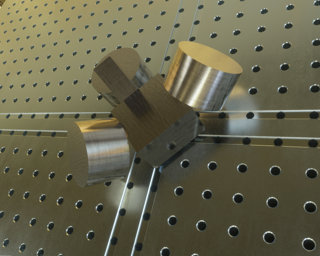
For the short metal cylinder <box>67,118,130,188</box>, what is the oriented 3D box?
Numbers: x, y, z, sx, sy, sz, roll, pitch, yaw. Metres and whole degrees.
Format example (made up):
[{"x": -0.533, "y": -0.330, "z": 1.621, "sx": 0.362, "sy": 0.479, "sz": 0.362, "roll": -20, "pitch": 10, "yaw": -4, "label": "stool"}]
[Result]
[{"x": -0.078, "y": 0.029, "z": 0.384, "sx": 0.080, "sy": 0.050, "sz": 0.079, "roll": 18, "pitch": 112, "yaw": 55, "label": "short metal cylinder"}]

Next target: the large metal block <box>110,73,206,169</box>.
[{"x": -0.003, "y": -0.010, "z": 0.392, "sx": 0.080, "sy": 0.050, "sz": 0.080, "roll": -39, "pitch": 51, "yaw": 2, "label": "large metal block"}]

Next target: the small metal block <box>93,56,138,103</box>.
[{"x": -0.053, "y": -0.061, "z": 0.389, "sx": 0.025, "sy": 0.050, "sz": 0.050, "roll": -39, "pitch": 7, "yaw": 4, "label": "small metal block"}]

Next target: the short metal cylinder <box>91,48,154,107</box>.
[{"x": -0.054, "y": -0.072, "z": 0.460, "sx": 0.080, "sy": 0.050, "sz": 0.080, "roll": -13, "pitch": 56, "yaw": 21, "label": "short metal cylinder"}]

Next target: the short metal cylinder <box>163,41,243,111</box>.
[{"x": 0.050, "y": -0.063, "z": 0.371, "sx": 0.080, "sy": 0.081, "sz": 0.050, "roll": 51, "pitch": 130, "yaw": 39, "label": "short metal cylinder"}]
